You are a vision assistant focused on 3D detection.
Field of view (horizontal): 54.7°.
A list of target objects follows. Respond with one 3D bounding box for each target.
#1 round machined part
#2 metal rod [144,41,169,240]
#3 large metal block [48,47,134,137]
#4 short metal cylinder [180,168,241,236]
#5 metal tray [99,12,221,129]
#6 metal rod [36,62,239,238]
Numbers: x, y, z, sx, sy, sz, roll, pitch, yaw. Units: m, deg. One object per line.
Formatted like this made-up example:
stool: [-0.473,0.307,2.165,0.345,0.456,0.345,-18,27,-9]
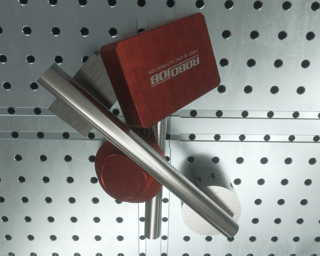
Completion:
round machined part: [-0.042,0.058,0.408,0.098,0.042,0.097,6,111,16]
metal rod: [-0.005,0.023,0.421,0.025,0.025,0.298,2,110,-1]
large metal block: [-0.076,-0.047,0.367,0.050,0.080,0.080,40,105,-14]
short metal cylinder: [0.069,0.104,0.440,0.081,0.050,0.079,0,110,-1]
metal tray: [0.008,-0.067,0.344,0.131,0.030,0.090,-32,113,-34]
metal rod: [-0.007,0.040,0.353,0.025,0.025,0.300,-42,113,13]
